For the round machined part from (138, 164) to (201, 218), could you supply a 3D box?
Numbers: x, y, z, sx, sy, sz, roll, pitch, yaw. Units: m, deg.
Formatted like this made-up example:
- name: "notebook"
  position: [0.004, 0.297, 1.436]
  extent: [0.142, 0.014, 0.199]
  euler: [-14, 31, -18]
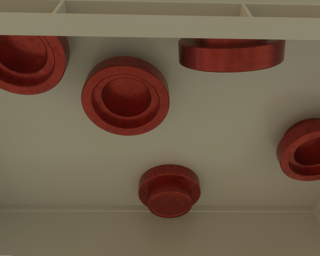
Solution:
- name: "round machined part"
  position: [0.015, 0.106, 0.488]
  extent: [0.099, 0.042, 0.097]
  euler: [-1, 130, 0]

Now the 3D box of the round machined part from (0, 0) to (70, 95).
- name: "round machined part"
  position: [-0.144, -0.086, 0.322]
  extent: [0.099, 0.042, 0.097]
  euler: [-1, 130, 0]

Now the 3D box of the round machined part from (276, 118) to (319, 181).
- name: "round machined part"
  position: [0.209, 0.025, 0.423]
  extent: [0.099, 0.042, 0.097]
  euler: [-1, 130, 0]

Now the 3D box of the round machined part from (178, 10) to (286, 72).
- name: "round machined part"
  position: [0.066, -0.086, 0.292]
  extent: [0.099, 0.098, 0.042]
  euler: [-3, 114, 2]

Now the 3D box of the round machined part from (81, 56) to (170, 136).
- name: "round machined part"
  position: [-0.039, -0.041, 0.363]
  extent: [0.099, 0.042, 0.097]
  euler: [-1, 130, 0]
